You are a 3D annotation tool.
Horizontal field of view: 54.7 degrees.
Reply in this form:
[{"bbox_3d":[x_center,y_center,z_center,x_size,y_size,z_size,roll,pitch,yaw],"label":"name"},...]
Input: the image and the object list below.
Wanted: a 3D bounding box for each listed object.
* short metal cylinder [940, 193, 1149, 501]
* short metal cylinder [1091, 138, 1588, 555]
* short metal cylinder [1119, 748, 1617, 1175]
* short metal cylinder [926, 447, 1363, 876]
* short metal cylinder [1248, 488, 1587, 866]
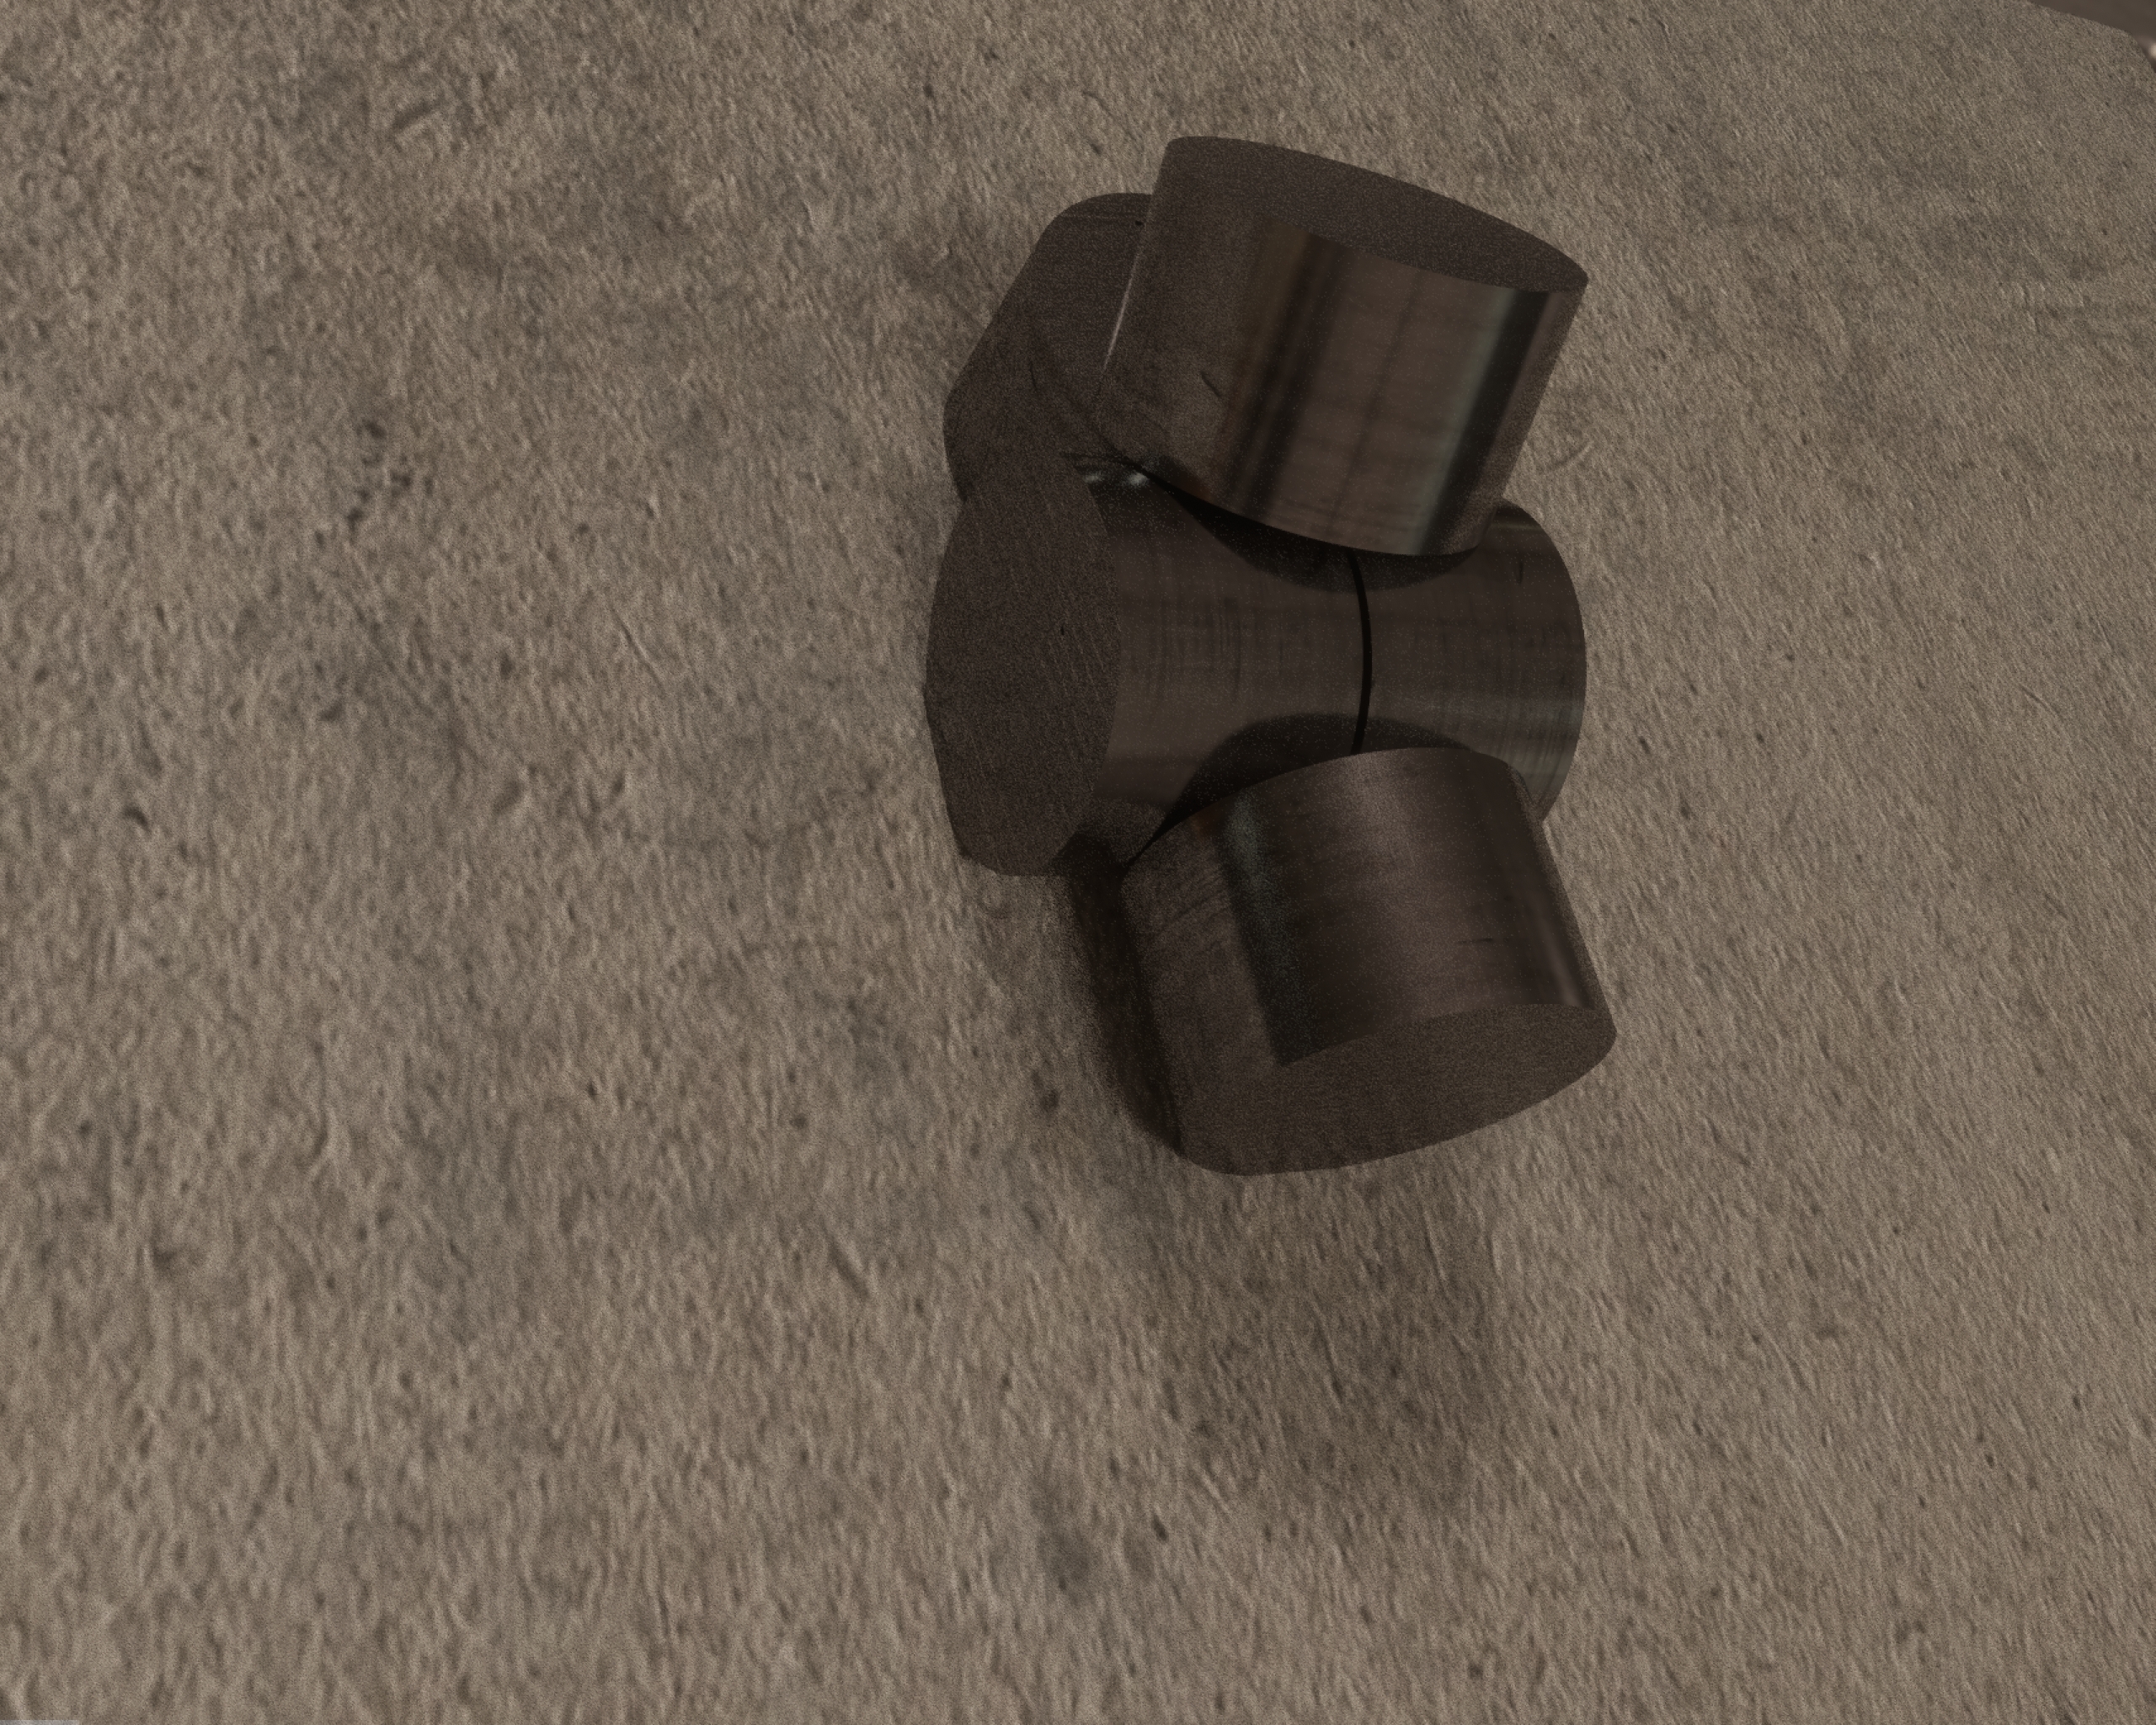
[{"bbox_3d":[0.016,-0.100,0.462,0.081,0.050,0.080,14,56,-21],"label":"short metal cylinder"},{"bbox_3d":[0.048,-0.098,0.392,0.081,0.050,0.080,14,29,-7],"label":"short metal cylinder"},{"bbox_3d":[0.053,0.020,0.388,0.081,0.080,0.050,0,62,-29],"label":"short metal cylinder"},{"bbox_3d":[0.010,-0.037,0.400,0.050,0.080,0.080,1,62,-28],"label":"short metal cylinder"},{"bbox_3d":[0.057,-0.037,0.425,0.050,0.080,0.080,0,62,-28],"label":"short metal cylinder"}]
